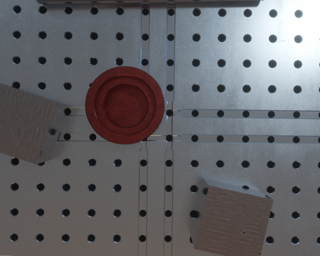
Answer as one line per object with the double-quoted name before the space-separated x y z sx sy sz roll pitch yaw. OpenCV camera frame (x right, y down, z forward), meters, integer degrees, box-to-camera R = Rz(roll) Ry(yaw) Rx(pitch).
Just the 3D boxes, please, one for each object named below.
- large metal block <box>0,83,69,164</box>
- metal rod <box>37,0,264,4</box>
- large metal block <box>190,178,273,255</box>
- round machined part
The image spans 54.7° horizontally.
"large metal block" -0.175 -0.006 0.399 0.080 0.050 0.080 18 90 0
"metal rod" -0.011 -0.181 0.412 0.302 0.025 0.025 -1 90 0
"large metal block" 0.090 0.117 0.402 0.080 0.050 0.080 13 90 0
"round machined part" -0.043 -0.028 0.404 0.099 0.042 0.097 0 90 0
